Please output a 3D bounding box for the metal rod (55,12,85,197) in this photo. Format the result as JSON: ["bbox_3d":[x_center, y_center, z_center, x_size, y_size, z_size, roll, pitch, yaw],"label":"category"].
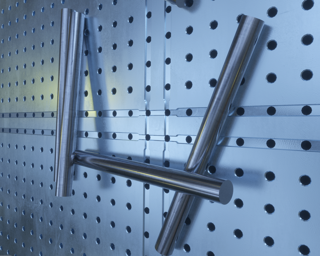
[{"bbox_3d":[-0.145,-0.041,0.504,0.025,0.025,0.298,-3,81,39],"label":"metal rod"}]

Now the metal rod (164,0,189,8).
[{"bbox_3d":[-0.068,-0.244,0.463,0.300,0.025,0.025,40,114,32],"label":"metal rod"}]

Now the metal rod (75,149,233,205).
[{"bbox_3d":[-0.038,0.056,0.416,0.300,0.025,0.025,4,93,46],"label":"metal rod"}]

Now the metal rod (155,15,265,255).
[{"bbox_3d":[0.052,0.021,0.364,0.025,0.025,0.298,30,108,35],"label":"metal rod"}]

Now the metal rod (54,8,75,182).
[{"bbox_3d":[-0.167,-0.055,0.543,0.025,0.025,0.298,6,94,39],"label":"metal rod"}]
